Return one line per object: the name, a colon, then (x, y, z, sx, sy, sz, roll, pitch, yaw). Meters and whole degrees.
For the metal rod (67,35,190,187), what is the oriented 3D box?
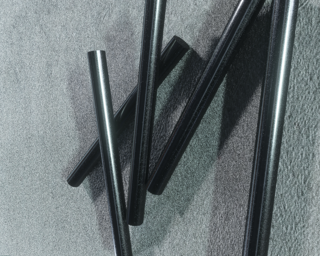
metal rod: (-0.060, -0.008, 0.454, 0.299, 0.025, 0.025, -49, 61, 29)

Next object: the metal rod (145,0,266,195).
metal rod: (0.053, -0.045, 0.360, 0.025, 0.025, 0.298, 39, 114, 33)

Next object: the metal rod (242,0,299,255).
metal rod: (0.109, 0.018, 0.314, 0.025, 0.025, 0.298, 9, 96, 39)

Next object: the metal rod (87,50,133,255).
metal rod: (-0.070, 0.043, 0.437, 0.025, 0.025, 0.298, -3, 96, 40)

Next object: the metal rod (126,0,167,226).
metal rod: (-0.020, -0.012, 0.398, 0.025, 0.025, 0.298, 18, 109, 38)
